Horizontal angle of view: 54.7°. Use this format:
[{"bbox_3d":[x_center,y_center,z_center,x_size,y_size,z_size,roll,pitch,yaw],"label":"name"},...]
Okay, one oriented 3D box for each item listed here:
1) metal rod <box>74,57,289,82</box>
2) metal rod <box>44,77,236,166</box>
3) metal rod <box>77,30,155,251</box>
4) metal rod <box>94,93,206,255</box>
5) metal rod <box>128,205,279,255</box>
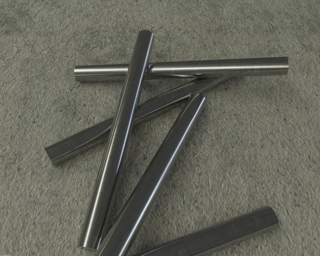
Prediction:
[{"bbox_3d":[0.023,-0.083,0.446,0.301,0.025,0.025,0,50,10],"label":"metal rod"},{"bbox_3d":[-0.008,-0.029,0.426,0.302,0.025,0.025,-27,55,-21],"label":"metal rod"},{"bbox_3d":[-0.045,-0.008,0.379,0.025,0.025,0.300,7,59,6],"label":"metal rod"},{"bbox_3d":[-0.007,0.056,0.336,0.025,0.025,0.301,19,46,15],"label":"metal rod"},{"bbox_3d":[-0.025,0.133,0.291,0.302,0.025,0.025,-15,52,-13],"label":"metal rod"}]
